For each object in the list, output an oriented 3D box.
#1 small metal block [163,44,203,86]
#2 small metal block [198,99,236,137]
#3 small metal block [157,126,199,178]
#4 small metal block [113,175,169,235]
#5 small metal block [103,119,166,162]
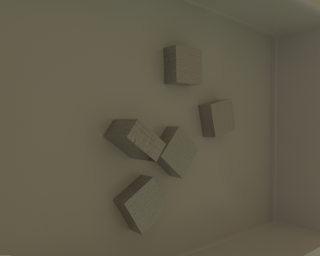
[{"bbox_3d":[0.033,-0.086,0.433,0.050,0.025,0.050,-2,92,-40],"label":"small metal block"},{"bbox_3d":[0.089,-0.016,0.481,0.050,0.025,0.050,-17,101,-39],"label":"small metal block"},{"bbox_3d":[0.020,0.033,0.423,0.050,0.025,0.050,48,62,-30],"label":"small metal block"},{"bbox_3d":[-0.023,0.095,0.388,0.050,0.025,0.050,-39,114,-33],"label":"small metal block"},{"bbox_3d":[-0.030,0.014,0.365,0.050,0.050,0.025,43,64,-32],"label":"small metal block"}]
